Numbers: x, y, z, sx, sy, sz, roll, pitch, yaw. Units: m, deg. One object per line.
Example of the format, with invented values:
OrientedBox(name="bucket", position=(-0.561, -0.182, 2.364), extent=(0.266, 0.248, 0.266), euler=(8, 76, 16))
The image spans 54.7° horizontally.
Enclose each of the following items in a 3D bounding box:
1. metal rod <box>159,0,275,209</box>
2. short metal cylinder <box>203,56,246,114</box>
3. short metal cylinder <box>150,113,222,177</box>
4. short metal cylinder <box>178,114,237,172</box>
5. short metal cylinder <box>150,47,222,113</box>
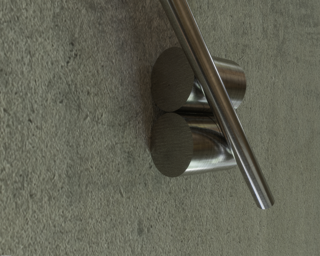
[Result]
OrientedBox(name="metal rod", position=(0.076, -0.018, 0.366), extent=(0.025, 0.025, 0.299), euler=(-44, 117, -31))
OrientedBox(name="short metal cylinder", position=(0.071, -0.059, 0.430), extent=(0.050, 0.080, 0.080), euler=(1, 90, -40))
OrientedBox(name="short metal cylinder", position=(0.031, 0.021, 0.397), extent=(0.050, 0.080, 0.080), euler=(1, 90, -40))
OrientedBox(name="short metal cylinder", position=(0.070, 0.021, 0.430), extent=(0.050, 0.080, 0.080), euler=(1, 90, -40))
OrientedBox(name="short metal cylinder", position=(0.032, -0.059, 0.398), extent=(0.050, 0.080, 0.080), euler=(1, 90, -40))
